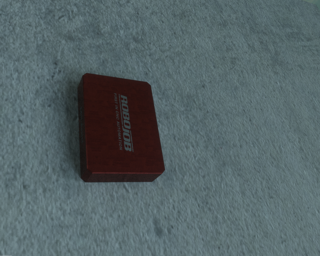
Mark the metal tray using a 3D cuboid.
[{"bbox_3d":[-0.049,-0.001,0.376,0.091,0.030,0.130,5,60,-26],"label":"metal tray"}]
